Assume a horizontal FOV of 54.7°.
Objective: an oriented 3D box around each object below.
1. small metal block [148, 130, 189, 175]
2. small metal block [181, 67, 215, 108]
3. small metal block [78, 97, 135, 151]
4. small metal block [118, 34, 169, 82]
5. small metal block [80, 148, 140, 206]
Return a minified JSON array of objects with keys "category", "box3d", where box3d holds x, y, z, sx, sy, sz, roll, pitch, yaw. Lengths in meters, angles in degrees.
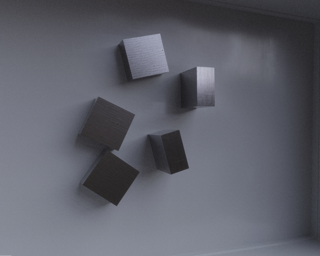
[{"category":"small metal block","box3d":[0.010,0.029,0.402,0.025,0.050,0.050,-16,96,-20]},{"category":"small metal block","box3d":[0.050,-0.053,0.417,0.025,0.050,0.050,-1,91,-20]},{"category":"small metal block","box3d":[-0.067,-0.005,0.387,0.050,0.025,0.050,27,81,-19]},{"category":"small metal block","box3d":[-0.021,-0.091,0.403,0.050,0.025,0.050,-15,96,-20]},{"category":"small metal block","box3d":[-0.063,0.061,0.388,0.050,0.025,0.050,37,78,-17]}]
